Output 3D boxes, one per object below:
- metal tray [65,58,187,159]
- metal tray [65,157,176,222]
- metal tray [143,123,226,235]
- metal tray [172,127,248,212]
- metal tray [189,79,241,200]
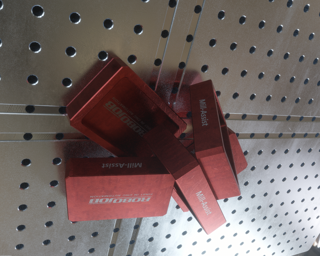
[{"bbox_3d":[-0.037,-0.011,0.382,0.090,0.030,0.130,-46,130,3],"label":"metal tray"},{"bbox_3d":[-0.051,0.079,0.399,0.131,0.030,0.089,0,130,-12],"label":"metal tray"},{"bbox_3d":[0.032,0.065,0.388,0.030,0.090,0.130,-34,129,-7],"label":"metal tray"},{"bbox_3d":[0.068,0.064,0.486,0.130,0.030,0.090,-36,129,-5],"label":"metal tray"},{"bbox_3d":[0.068,0.012,0.390,0.030,0.130,0.090,-16,131,15],"label":"metal tray"}]
